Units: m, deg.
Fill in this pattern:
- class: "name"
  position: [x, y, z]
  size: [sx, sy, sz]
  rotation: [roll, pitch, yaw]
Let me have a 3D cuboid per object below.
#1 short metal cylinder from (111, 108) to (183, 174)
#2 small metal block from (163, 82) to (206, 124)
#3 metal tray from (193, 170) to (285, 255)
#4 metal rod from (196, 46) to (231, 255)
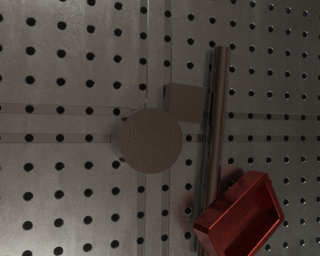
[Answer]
- class: "short metal cylinder"
  position: [-0.018, 0.015, 0.394]
  size: [0.081, 0.050, 0.079]
  rotation: [0, 90, -21]
- class: "small metal block"
  position: [0.033, -0.033, 0.426]
  size: [0.050, 0.025, 0.050]
  rotation: [6, 88, -20]
- class: "metal tray"
  position: [0.115, 0.132, 0.436]
  size: [0.131, 0.030, 0.090]
  rotation: [-35, 110, -27]
- class: "metal rod"
  position: [0.077, 0.034, 0.442]
  size: [0.025, 0.025, 0.298]
  rotation: [6, 88, -20]
